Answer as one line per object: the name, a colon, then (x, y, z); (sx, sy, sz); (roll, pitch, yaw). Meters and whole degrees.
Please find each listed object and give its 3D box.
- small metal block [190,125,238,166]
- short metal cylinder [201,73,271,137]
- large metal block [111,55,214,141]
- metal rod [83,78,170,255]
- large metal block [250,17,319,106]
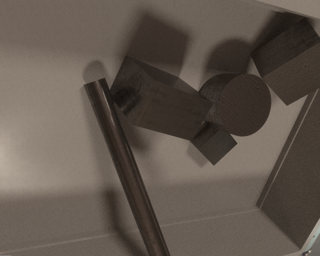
small metal block: (0.082, 0.022, 0.469); (0.050, 0.025, 0.050); (-44, 130, 2)
short metal cylinder: (0.099, -0.032, 0.413); (0.081, 0.050, 0.079); (-4, 101, -22)
large metal block: (-0.001, -0.034, 0.353); (0.081, 0.080, 0.050); (16, 110, -35)
metal rod: (-0.025, 0.087, 0.372); (0.025, 0.025, 0.298); (-22, 103, -16)
large metal block: (0.185, -0.087, 0.423); (0.080, 0.050, 0.080); (-33, 135, 28)
